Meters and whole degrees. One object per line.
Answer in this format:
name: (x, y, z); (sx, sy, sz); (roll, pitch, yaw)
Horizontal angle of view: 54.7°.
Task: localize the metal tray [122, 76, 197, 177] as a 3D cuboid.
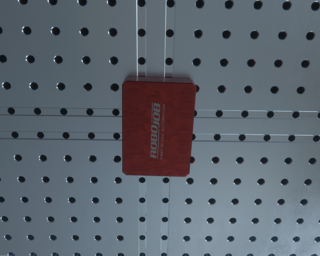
metal tray: (-0.003, 0.000, 0.410); (0.091, 0.030, 0.129); (2, 110, -1)
